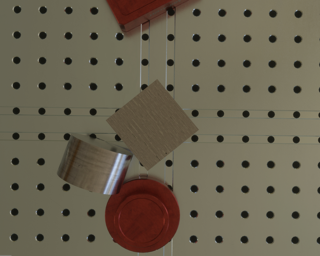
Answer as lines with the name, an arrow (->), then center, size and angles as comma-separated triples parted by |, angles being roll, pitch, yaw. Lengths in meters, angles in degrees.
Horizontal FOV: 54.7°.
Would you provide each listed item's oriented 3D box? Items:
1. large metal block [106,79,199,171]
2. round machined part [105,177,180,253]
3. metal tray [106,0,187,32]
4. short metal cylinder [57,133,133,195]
large metal block -> -0.009, -0.004, 0.401 | 0.080, 0.050, 0.080 | -39, 90, 0
round machined part -> -0.023, 0.115, 0.405 | 0.099, 0.042, 0.097 | 0, 90, 0
metal tray -> -0.013, -0.199, 0.410 | 0.130, 0.030, 0.090 | -27, 90, 0
short metal cylinder -> -0.080, 0.043, 0.385 | 0.080, 0.080, 0.050 | 20, 90, 0
